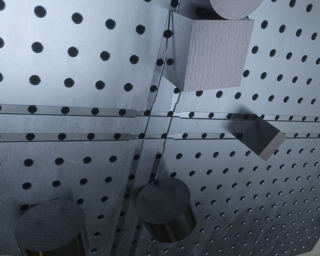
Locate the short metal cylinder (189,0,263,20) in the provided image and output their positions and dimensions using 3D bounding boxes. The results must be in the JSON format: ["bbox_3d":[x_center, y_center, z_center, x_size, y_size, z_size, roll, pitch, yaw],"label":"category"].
[{"bbox_3d":[0.072,-0.163,0.333,0.081,0.050,0.079,-14,124,-21],"label":"short metal cylinder"}]

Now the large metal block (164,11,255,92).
[{"bbox_3d":[0.056,-0.092,0.368,0.081,0.050,0.079,-9,122,-24],"label":"large metal block"}]

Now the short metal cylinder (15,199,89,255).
[{"bbox_3d":[-0.132,0.136,0.388,0.081,0.080,0.050,-13,124,-21],"label":"short metal cylinder"}]

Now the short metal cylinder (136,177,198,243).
[{"bbox_3d":[0.011,0.119,0.455,0.080,0.080,0.050,-29,128,-10],"label":"short metal cylinder"}]

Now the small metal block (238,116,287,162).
[{"bbox_3d":[0.163,0.016,0.494,0.025,0.050,0.050,32,101,-38],"label":"small metal block"}]
